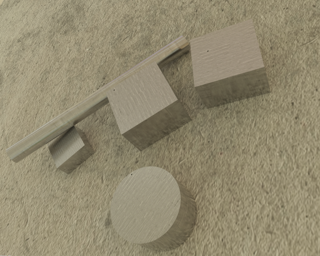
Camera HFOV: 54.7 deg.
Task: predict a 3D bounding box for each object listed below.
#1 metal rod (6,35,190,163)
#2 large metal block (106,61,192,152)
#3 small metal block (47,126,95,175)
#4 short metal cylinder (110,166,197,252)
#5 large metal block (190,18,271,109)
[{"bbox_3d":[-0.087,-0.044,0.453,0.301,0.025,0.025,-34,51,-4],"label":"metal rod"},{"bbox_3d":[-0.016,-0.029,0.414,0.080,0.050,0.080,-32,52,7],"label":"large metal block"},{"bbox_3d":[-0.130,0.031,0.453,0.050,0.025,0.050,-40,51,0],"label":"small metal block"},{"bbox_3d":[-0.006,0.088,0.337,0.080,0.050,0.080,-13,56,21],"label":"short metal cylinder"},{"bbox_3d":[0.087,-0.079,0.391,0.080,0.050,0.080,-14,56,20],"label":"large metal block"}]
